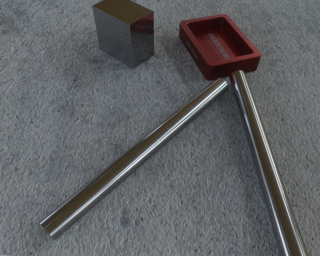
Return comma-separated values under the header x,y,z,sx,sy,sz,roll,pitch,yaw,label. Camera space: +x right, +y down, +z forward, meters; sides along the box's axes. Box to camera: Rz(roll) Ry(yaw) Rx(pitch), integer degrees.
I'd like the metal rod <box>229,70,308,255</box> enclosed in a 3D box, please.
x,y,z,sx,sy,sz,roll,pitch,yaw,label
0.125,0.037,0.373,0.025,0.025,0.300,-2,50,-2,metal rod

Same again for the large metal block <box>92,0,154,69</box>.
x,y,z,sx,sy,sz,roll,pitch,yaw,label
-0.056,-0.155,0.497,0.080,0.080,0.050,34,58,25,large metal block

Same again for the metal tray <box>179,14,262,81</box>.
x,y,z,sx,sy,sz,roll,pitch,yaw,label
0.096,-0.139,0.517,0.091,0.030,0.130,-14,52,-12,metal tray

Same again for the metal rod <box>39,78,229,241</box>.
x,y,z,sx,sy,sz,roll,pitch,yaw,label
-0.012,0.021,0.385,0.025,0.025,0.302,36,58,26,metal rod
